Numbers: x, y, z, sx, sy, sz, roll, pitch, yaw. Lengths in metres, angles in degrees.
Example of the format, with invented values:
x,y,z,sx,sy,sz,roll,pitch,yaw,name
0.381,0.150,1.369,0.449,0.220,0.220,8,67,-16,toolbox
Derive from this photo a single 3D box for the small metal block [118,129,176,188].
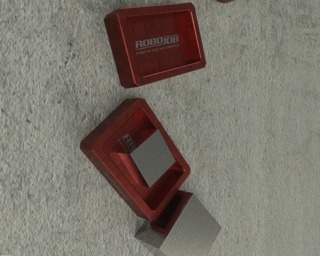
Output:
x,y,z,sx,sy,sz,roll,pitch,yaw,name
-0.015,0.036,0.377,0.050,0.025,0.050,-42,116,-32,small metal block

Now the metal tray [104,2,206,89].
x,y,z,sx,sy,sz,roll,pitch,yaw,name
0.000,-0.110,0.402,0.131,0.030,0.089,-23,105,-38,metal tray

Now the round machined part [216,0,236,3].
x,y,z,sx,sy,sz,roll,pitch,yaw,name
0.090,-0.240,0.471,0.099,0.042,0.097,0,90,-40,round machined part

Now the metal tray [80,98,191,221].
x,y,z,sx,sy,sz,roll,pitch,yaw,name
-0.024,0.039,0.383,0.090,0.030,0.130,-49,119,-29,metal tray

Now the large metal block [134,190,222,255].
x,y,z,sx,sy,sz,roll,pitch,yaw,name
0.026,0.139,0.413,0.080,0.050,0.080,52,59,-28,large metal block
